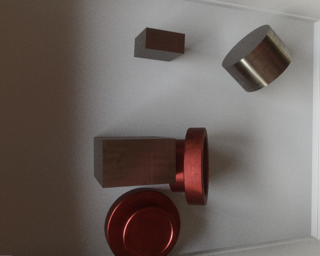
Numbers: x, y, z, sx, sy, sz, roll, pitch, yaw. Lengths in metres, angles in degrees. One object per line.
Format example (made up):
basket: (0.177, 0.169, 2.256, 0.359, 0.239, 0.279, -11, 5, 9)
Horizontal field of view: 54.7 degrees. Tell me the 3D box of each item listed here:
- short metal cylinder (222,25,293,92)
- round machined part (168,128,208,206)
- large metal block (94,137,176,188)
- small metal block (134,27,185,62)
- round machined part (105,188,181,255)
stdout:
short metal cylinder: (0.134, -0.096, 0.432, 0.050, 0.080, 0.080, 43, 76, -16)
round machined part: (0.037, 0.048, 0.396, 0.042, 0.098, 0.097, -1, 91, 13)
large metal block: (-0.033, 0.036, 0.369, 0.081, 0.080, 0.050, 0, 90, -19)
small metal block: (-0.002, -0.105, 0.397, 0.050, 0.050, 0.025, 3, 89, -20)
round machined part: (-0.018, 0.129, 0.396, 0.099, 0.042, 0.097, 0, 90, -21)
